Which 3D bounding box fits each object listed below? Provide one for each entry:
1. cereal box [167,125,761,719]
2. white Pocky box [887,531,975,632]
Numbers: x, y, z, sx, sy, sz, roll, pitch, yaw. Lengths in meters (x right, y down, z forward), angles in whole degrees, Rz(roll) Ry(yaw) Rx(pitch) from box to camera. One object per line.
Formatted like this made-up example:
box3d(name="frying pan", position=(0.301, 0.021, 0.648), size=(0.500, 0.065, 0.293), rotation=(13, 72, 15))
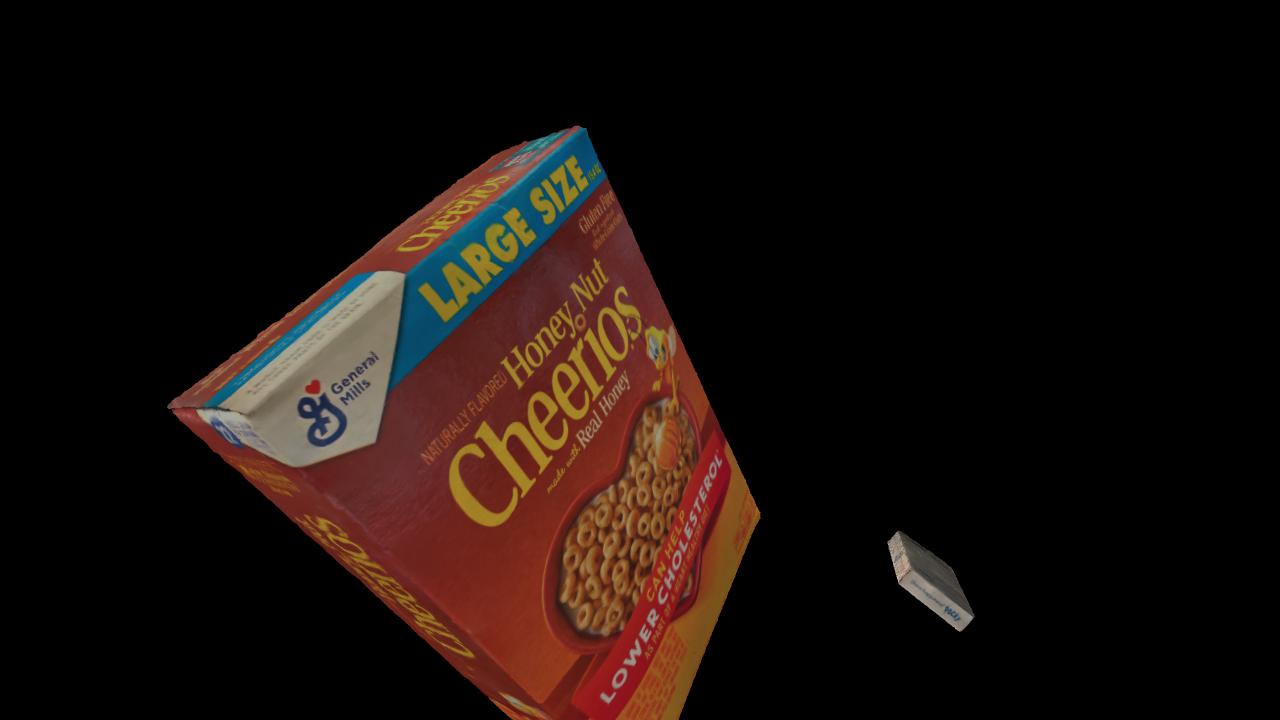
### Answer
box3d(name="cereal box", position=(-0.040, 0.064, 0.335), size=(0.081, 0.306, 0.203), rotation=(0, 40, 36))
box3d(name="white Pocky box", position=(0.355, 0.266, 0.761), size=(0.084, 0.028, 0.154), rotation=(37, 12, 13))
